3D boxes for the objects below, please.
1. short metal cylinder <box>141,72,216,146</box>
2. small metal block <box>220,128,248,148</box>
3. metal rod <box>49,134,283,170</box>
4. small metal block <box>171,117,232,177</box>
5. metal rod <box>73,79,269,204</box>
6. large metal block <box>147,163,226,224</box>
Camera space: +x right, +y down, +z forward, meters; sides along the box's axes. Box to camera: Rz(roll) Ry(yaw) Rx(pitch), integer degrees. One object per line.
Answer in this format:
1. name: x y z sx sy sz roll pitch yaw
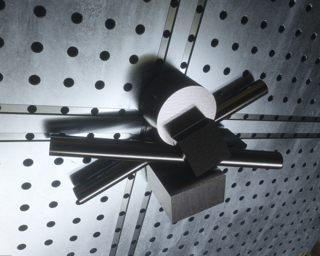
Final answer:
1. short metal cylinder: 0.022 -0.024 0.388 0.081 0.050 0.079 -14 123 -21
2. small metal block: 0.089 0.023 0.454 0.050 0.050 0.025 0 118 -28
3. metal rod: 0.020 0.032 0.392 0.302 0.025 0.025 5 117 -16
4. small metal block: 0.050 0.022 0.372 0.050 0.025 0.050 -31 106 -8
5. metal rod: 0.021 0.014 0.428 0.301 0.025 0.025 -30 129 -9
6. large metal block: 0.034 0.074 0.435 0.081 0.080 0.050 -17 125 -19
